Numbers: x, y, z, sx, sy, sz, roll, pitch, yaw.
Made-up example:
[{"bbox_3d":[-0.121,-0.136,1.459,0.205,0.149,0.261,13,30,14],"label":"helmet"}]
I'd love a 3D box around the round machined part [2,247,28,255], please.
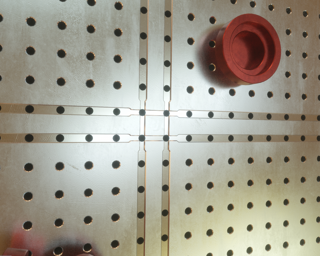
[{"bbox_3d":[-0.149,0.177,0.318,0.042,0.098,0.097,13,86,-13],"label":"round machined part"}]

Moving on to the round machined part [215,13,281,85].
[{"bbox_3d":[0.123,-0.111,0.450,0.099,0.042,0.097,0,90,-21],"label":"round machined part"}]

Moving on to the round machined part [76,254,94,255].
[{"bbox_3d":[-0.086,0.197,0.346,0.099,0.042,0.097,-21,116,-53],"label":"round machined part"}]
